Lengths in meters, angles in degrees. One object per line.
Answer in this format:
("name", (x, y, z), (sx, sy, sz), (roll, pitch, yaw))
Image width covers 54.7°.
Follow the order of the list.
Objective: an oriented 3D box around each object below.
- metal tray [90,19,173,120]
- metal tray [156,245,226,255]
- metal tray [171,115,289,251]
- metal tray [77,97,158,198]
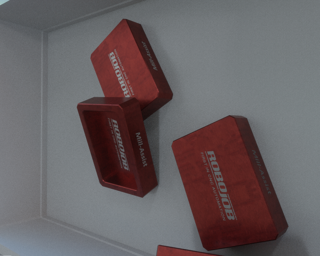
("metal tray", (-0.045, -0.075, 0.441), (0.090, 0.030, 0.130), (-36, 68, 34))
("metal tray", (0.071, 0.142, 0.301), (0.130, 0.090, 0.030), (-7, 63, 38))
("metal tray", (0.072, 0.061, 0.344), (0.090, 0.030, 0.129), (-27, 73, 36))
("metal tray", (-0.058, 0.024, 0.420), (0.090, 0.030, 0.129), (5, 115, 40))
